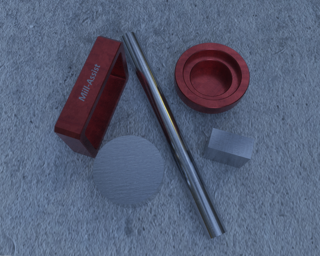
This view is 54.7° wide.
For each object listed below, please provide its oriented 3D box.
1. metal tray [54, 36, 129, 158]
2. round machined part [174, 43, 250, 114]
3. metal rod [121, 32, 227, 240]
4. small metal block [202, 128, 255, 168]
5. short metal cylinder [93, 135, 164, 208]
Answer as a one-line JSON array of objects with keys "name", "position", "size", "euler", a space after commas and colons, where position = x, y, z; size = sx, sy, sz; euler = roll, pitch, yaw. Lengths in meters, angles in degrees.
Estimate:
[{"name": "metal tray", "position": [-0.079, -0.036, 0.387], "size": [0.030, 0.090, 0.130], "euler": [17, 71, 6]}, {"name": "round machined part", "position": [0.068, -0.064, 0.424], "size": [0.099, 0.042, 0.098], "euler": [0, 70, -1]}, {"name": "metal rod", "position": [0.011, -0.003, 0.411], "size": [0.025, 0.025, 0.299], "euler": [-21, 72, -8]}, {"name": "small metal block", "position": [0.083, 0.026, 0.385], "size": [0.050, 0.050, 0.025], "euler": [16, 71, 5]}, {"name": "short metal cylinder", "position": [-0.036, 0.054, 0.375], "size": [0.081, 0.050, 0.080], "euler": [0, 70, 0]}]
